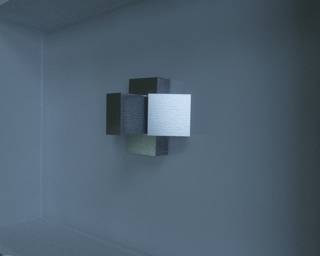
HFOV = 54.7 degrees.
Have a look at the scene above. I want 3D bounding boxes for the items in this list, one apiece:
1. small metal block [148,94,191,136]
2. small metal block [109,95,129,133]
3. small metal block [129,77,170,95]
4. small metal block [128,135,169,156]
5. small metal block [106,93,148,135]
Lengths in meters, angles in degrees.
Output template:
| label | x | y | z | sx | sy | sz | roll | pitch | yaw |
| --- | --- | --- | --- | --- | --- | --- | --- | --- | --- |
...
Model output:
| label | x | y | z | sx | sy | sz | roll | pitch | yaw |
| --- | --- | --- | --- | --- | --- | --- | --- | --- | --- |
| small metal block | 0.011 | -0.016 | 0.380 | 0.050 | 0.025 | 0.050 | 1 | 92 | 0 |
| small metal block | -0.057 | -0.019 | 0.434 | 0.050 | 0.025 | 0.050 | -172 | 83 | -83 |
| small metal block | -0.015 | -0.041 | 0.416 | 0.050 | 0.025 | 0.050 | 3 | 92 | 39 |
| small metal block | -0.016 | 0.010 | 0.417 | 0.050 | 0.025 | 0.050 | 3 | 92 | 40 |
| small metal block | -0.040 | -0.017 | 0.388 | 0.025 | 0.050 | 0.050 | 1 | 91 | 39 |
